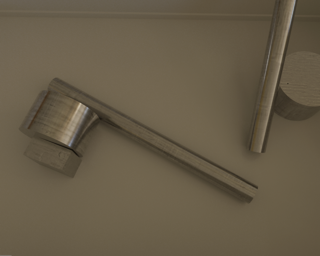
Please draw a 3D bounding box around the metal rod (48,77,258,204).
[{"bbox_3d":[-0.016,0.012,0.405,0.301,0.025,0.025,28,72,9],"label":"metal rod"}]

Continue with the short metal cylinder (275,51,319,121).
[{"bbox_3d":[0.190,-0.056,0.419,0.081,0.050,0.080,0,70,0],"label":"short metal cylinder"}]

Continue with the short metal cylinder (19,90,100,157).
[{"bbox_3d":[-0.122,-0.003,0.380,0.080,0.080,0.050,20,71,6],"label":"short metal cylinder"}]

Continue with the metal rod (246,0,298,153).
[{"bbox_3d":[0.147,-0.116,0.379,0.025,0.025,0.298,9,99,3],"label":"metal rod"}]

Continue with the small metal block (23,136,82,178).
[{"bbox_3d":[-0.130,0.037,0.381,0.050,0.050,0.025,21,72,7],"label":"small metal block"}]
